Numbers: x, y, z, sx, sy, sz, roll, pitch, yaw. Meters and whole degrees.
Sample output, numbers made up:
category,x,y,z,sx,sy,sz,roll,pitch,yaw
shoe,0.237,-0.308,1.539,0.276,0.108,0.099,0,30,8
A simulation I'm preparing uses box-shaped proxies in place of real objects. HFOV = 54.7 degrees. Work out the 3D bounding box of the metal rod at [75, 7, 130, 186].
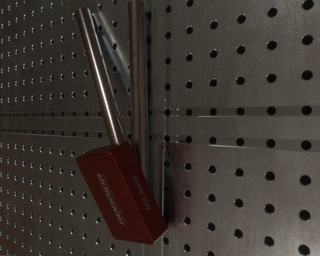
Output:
category,x,y,z,sx,sy,sz,roll,pitch,yaw
metal rod,-0.082,-0.058,0.456,0.025,0.025,0.299,-35,63,34

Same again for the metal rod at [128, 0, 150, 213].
category,x,y,z,sx,sy,sz,roll,pitch,yaw
metal rod,-0.029,-0.025,0.430,0.025,0.025,0.298,-2,89,39

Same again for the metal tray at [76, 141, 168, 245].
category,x,y,z,sx,sy,sz,roll,pitch,yaw
metal tray,-0.052,0.087,0.410,0.090,0.030,0.129,-15,102,47
